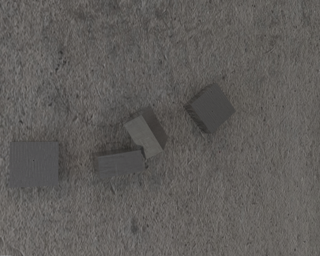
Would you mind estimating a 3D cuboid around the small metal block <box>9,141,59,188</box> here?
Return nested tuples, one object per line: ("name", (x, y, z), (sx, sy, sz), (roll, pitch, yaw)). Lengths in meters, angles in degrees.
("small metal block", (-0.144, 0.040, 0.356), (0.050, 0.025, 0.050), (0, 90, -20))

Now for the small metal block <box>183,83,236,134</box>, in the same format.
("small metal block", (0.070, -0.027, 0.434), (0.050, 0.025, 0.050), (-41, 103, -15))

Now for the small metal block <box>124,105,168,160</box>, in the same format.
("small metal block", (-0.016, 0.004, 0.387), (0.025, 0.050, 0.050), (-28, 101, 15))

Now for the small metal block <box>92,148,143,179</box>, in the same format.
("small metal block", (-0.053, 0.041, 0.376), (0.050, 0.050, 0.025), (-8, 93, -20))
